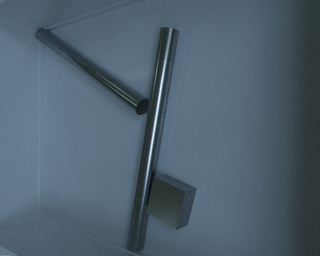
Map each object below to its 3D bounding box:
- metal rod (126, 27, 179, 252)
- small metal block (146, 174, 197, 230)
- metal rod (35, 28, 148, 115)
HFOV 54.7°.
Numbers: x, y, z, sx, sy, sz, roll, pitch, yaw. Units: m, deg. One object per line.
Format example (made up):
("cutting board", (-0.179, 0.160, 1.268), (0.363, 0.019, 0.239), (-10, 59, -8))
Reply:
("metal rod", (-0.011, 0.020, 0.414), (0.025, 0.025, 0.298), (15, 100, 38))
("small metal block", (0.014, 0.093, 0.394), (0.050, 0.025, 0.050), (19, 102, 38))
("metal rod", (-0.124, -0.103, 0.506), (0.300, 0.025, 0.025), (36, 112, 33))
